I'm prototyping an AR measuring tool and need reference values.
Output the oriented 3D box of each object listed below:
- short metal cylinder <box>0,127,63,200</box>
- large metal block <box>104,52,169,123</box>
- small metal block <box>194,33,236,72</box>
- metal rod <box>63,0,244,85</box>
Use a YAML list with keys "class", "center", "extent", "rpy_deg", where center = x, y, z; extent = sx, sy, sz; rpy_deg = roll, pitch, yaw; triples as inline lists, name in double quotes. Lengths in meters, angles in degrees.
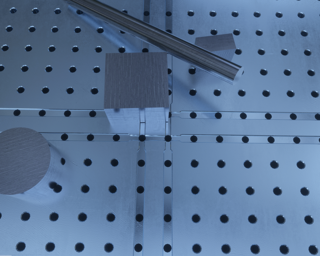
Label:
- class: "short metal cylinder"
  center: [-0.167, 0.045, 0.380]
  extent: [0.081, 0.050, 0.080]
  rpy_deg: [0, 70, -1]
- class: "large metal block"
  center: [-0.030, -0.054, 0.418]
  extent: [0.081, 0.050, 0.080]
  rpy_deg: [-1, 70, -1]
- class: "small metal block"
  center: [0.075, -0.105, 0.438]
  extent: [0.050, 0.050, 0.025]
  rpy_deg: [-8, 70, -3]
- class: "metal rod"
  center: [-0.024, -0.135, 0.431]
  extent: [0.300, 0.025, 0.025]
  rpy_deg: [31, 73, 22]
